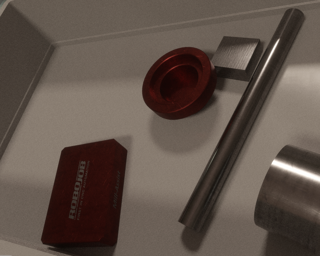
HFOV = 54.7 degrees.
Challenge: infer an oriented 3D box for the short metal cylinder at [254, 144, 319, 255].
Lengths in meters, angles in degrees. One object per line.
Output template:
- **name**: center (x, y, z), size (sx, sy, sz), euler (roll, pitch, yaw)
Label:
- **short metal cylinder**: center (0.124, 0.060, 0.268), size (0.050, 0.080, 0.080), euler (22, 73, 35)

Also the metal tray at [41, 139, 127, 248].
- **metal tray**: center (-0.095, 0.083, 0.399), size (0.090, 0.030, 0.130), euler (-10, 57, 22)

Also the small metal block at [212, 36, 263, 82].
- **small metal block**: center (0.100, -0.092, 0.409), size (0.050, 0.025, 0.050), euler (16, 70, 34)

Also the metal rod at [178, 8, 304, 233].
- **metal rod**: center (0.102, -0.021, 0.364), size (0.025, 0.025, 0.300), euler (19, 71, 35)

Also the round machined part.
- **round machined part**: center (0.029, -0.054, 0.407), size (0.098, 0.042, 0.098), euler (-15, 58, 26)
